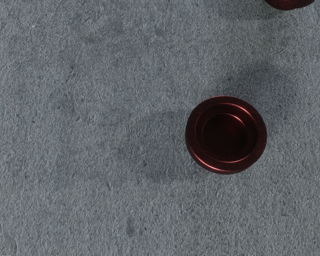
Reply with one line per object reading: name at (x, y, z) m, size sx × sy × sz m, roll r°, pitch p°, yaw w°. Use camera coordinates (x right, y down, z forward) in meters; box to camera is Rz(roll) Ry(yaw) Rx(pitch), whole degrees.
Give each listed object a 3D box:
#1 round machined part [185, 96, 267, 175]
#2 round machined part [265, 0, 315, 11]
round machined part at (0.081, 0.012, 0.395) m, size 0.099 × 0.042 × 0.098 m, roll 0°, pitch 70°, yaw 0°
round machined part at (0.199, -0.224, 0.482) m, size 0.099 × 0.042 × 0.098 m, roll 0°, pitch 70°, yaw 0°
